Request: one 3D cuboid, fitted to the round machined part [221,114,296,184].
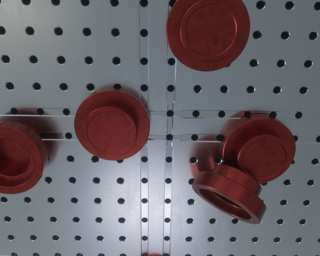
[{"bbox_3d":[0.134,0.034,0.418,0.099,0.042,0.097,0,110,0],"label":"round machined part"}]

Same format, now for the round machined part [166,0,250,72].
[{"bbox_3d":[0.057,-0.115,0.362,0.099,0.042,0.097,0,110,0],"label":"round machined part"}]

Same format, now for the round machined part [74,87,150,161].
[{"bbox_3d":[-0.062,-0.001,0.404,0.099,0.042,0.097,0,110,0],"label":"round machined part"}]

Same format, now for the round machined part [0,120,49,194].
[{"bbox_3d":[-0.199,0.036,0.416,0.099,0.042,0.097,0,110,0],"label":"round machined part"}]

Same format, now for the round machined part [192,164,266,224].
[{"bbox_3d":[0.096,0.084,0.416,0.098,0.098,0.042,37,71,-13],"label":"round machined part"}]
